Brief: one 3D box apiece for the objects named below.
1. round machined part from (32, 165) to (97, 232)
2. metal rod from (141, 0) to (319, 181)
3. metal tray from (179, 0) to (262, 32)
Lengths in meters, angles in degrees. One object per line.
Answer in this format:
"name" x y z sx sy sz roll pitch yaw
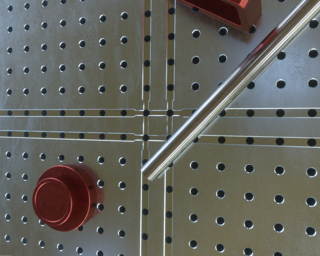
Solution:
"round machined part" -0.146 0.104 0.455 0.098 0.042 0.097 0 90 20
"metal rod" 0.083 -0.044 0.383 0.025 0.025 0.299 46 104 14
"metal tray" 0.050 -0.163 0.360 0.130 0.090 0.030 32 101 17
